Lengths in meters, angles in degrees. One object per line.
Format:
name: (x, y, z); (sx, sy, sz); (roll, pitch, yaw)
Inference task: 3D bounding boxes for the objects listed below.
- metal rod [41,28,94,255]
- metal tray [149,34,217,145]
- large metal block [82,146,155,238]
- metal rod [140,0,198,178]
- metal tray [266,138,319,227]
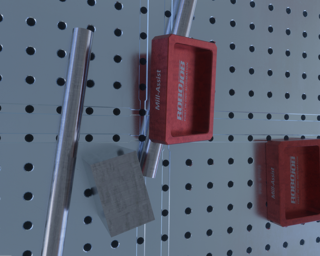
metal rod: (-0.112, 0.030, 0.371); (0.025, 0.025, 0.298); (8, 87, -20)
metal tray: (0.031, -0.047, 0.398); (0.091, 0.030, 0.129); (-4, 98, -42)
large metal block: (-0.052, 0.069, 0.365); (0.050, 0.080, 0.080); (-17, 96, -20)
metal rod: (0.016, -0.082, 0.419); (0.025, 0.025, 0.298); (15, 85, -20)
metal tray: (0.216, 0.083, 0.491); (0.091, 0.030, 0.129); (-2, 91, -21)
